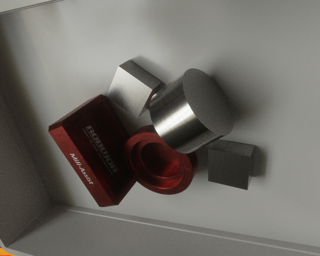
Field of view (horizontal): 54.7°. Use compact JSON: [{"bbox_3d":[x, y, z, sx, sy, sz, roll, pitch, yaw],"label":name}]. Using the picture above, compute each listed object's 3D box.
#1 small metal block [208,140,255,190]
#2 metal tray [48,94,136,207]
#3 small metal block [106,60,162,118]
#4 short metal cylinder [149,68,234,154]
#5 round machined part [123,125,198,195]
[{"bbox_3d":[0.088,0.045,0.387,0.050,0.025,0.050,10,122,24],"label":"small metal block"},{"bbox_3d":[-0.079,0.030,0.422,0.030,0.090,0.130,-18,109,35],"label":"metal tray"},{"bbox_3d":[-0.034,-0.049,0.392,0.050,0.025,0.050,36,129,5],"label":"small metal block"},{"bbox_3d":[0.035,-0.018,0.340,0.050,0.080,0.080,-33,100,38],"label":"short metal cylinder"},{"bbox_3d":[0.004,0.038,0.414,0.098,0.042,0.097,13,124,20],"label":"round machined part"}]
